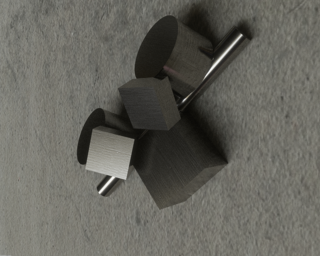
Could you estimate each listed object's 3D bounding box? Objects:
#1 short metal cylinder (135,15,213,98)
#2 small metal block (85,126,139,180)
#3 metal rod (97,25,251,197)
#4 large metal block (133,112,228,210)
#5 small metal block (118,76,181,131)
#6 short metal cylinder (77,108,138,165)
[{"bbox_3d":[0.014,-0.081,0.358,0.080,0.050,0.080,-32,47,43],"label":"short metal cylinder"},{"bbox_3d":[-0.057,0.029,0.370,0.050,0.025,0.050,14,101,6],"label":"small metal block"},{"bbox_3d":[0.002,-0.004,0.403,0.299,0.025,0.025,-48,62,28],"label":"metal rod"},{"bbox_3d":[0.018,0.037,0.371,0.080,0.050,0.080,-49,62,29],"label":"large metal block"},{"bbox_3d":[-0.011,-0.026,0.332,0.050,0.025,0.050,3,123,39],"label":"small metal block"},{"bbox_3d":[-0.074,0.018,0.431,0.080,0.050,0.080,-32,47,43],"label":"short metal cylinder"}]
